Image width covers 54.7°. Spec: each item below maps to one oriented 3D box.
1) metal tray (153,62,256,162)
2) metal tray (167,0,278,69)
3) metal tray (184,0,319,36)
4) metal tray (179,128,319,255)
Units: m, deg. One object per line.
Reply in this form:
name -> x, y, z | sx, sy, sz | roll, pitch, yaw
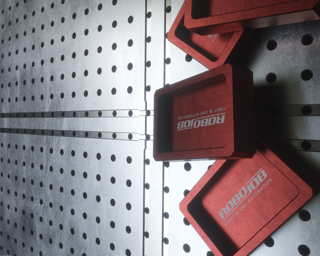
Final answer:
metal tray -> 0.041, -0.010, 0.342 | 0.130, 0.030, 0.090 | -12, 75, 53
metal tray -> 0.073, -0.135, 0.344 | 0.090, 0.030, 0.129 | 44, 116, 30
metal tray -> 0.086, -0.143, 0.293 | 0.130, 0.030, 0.089 | 5, 93, 39
metal tray -> 0.089, 0.075, 0.331 | 0.090, 0.030, 0.129 | 49, 119, 28
